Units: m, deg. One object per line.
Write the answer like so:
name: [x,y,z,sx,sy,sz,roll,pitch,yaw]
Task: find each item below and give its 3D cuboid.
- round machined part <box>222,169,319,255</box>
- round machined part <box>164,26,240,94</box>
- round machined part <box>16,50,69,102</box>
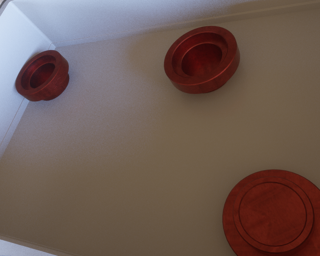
round machined part: [0.106,0.084,0.287,0.098,0.042,0.098,-13,56,20]
round machined part: [0.059,-0.086,0.416,0.098,0.042,0.098,-13,56,20]
round machined part: [-0.203,-0.088,0.552,0.098,0.042,0.098,-13,57,20]
